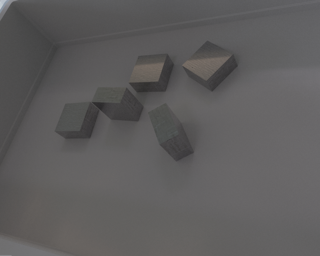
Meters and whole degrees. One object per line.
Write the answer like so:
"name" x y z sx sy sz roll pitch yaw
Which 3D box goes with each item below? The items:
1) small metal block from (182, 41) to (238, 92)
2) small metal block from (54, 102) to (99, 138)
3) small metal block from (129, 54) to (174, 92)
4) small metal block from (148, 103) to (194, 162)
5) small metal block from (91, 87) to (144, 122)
"small metal block" 0.068 -0.085 0.422 0.050 0.025 0.050 -45 51 -3
"small metal block" -0.128 -0.012 0.480 0.050 0.025 0.050 -1 61 27
"small metal block" -0.013 -0.082 0.463 0.050 0.025 0.050 3 63 29
"small metal block" 0.014 0.006 0.379 0.025 0.050 0.050 -29 52 10
"small metal block" -0.060 -0.034 0.442 0.050 0.050 0.025 4 64 30
